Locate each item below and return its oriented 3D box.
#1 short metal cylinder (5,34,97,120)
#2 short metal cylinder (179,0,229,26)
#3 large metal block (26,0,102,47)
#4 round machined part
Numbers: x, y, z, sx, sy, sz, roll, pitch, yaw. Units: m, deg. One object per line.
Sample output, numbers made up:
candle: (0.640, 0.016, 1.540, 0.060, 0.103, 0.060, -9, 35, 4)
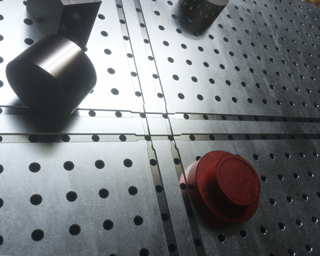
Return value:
short metal cylinder: (-0.118, -0.055, 0.343, 0.080, 0.080, 0.050, 34, 51, -6)
short metal cylinder: (0.083, -0.241, 0.584, 0.081, 0.050, 0.080, 14, 56, -21)
large metal block: (-0.128, -0.160, 0.402, 0.050, 0.080, 0.080, -24, 75, -37)
round machined part: (0.090, 0.073, 0.401, 0.099, 0.042, 0.098, 14, 56, -21)
